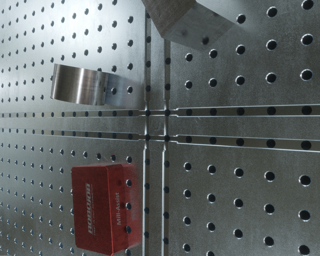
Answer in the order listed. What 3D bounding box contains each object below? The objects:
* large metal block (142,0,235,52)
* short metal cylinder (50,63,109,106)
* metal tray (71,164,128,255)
[{"bbox_3d":[0.028,-0.140,0.349,0.050,0.081,0.080,-39,67,33],"label":"large metal block"},{"bbox_3d":[-0.121,-0.066,0.471,0.080,0.081,0.050,17,101,38],"label":"short metal cylinder"},{"bbox_3d":[-0.096,0.123,0.483,0.090,0.030,0.129,-7,86,39],"label":"metal tray"}]
